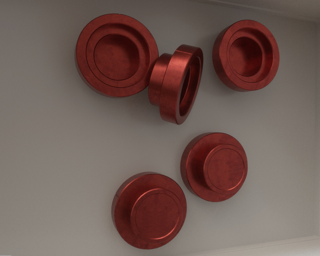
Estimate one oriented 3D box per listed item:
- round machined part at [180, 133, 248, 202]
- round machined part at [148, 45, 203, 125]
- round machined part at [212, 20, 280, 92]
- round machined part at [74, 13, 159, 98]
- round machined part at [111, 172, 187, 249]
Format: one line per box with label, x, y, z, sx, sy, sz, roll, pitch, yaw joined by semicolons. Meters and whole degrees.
round machined part;0.082;0.055;0.431;0.099;0.042;0.097;0;90;-20
round machined part;0.018;-0.056;0.388;0.042;0.098;0.098;17;83;17
round machined part;0.118;-0.100;0.444;0.099;0.042;0.097;0;90;-20
round machined part;-0.054;-0.085;0.381;0.099;0.042;0.097;0;90;-20
round machined part;-0.010;0.108;0.398;0.099;0.042;0.097;0;90;-20
